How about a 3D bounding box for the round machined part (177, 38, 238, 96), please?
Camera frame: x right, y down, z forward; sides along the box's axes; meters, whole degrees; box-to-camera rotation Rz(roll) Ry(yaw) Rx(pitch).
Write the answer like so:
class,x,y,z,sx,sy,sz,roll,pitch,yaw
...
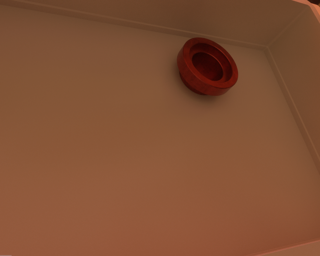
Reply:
class,x,y,z,sx,sy,sz,roll,pitch,yaw
round machined part,0.070,-0.091,0.487,0.099,0.042,0.098,13,56,-21
